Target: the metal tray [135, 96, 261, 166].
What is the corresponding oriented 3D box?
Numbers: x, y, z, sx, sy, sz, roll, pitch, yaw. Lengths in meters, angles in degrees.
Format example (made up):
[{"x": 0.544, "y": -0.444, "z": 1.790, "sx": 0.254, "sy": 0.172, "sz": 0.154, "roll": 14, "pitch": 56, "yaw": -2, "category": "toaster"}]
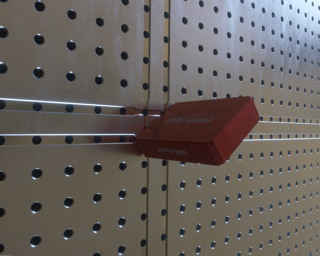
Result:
[{"x": 0.042, "y": 0.001, "z": 0.378, "sx": 0.090, "sy": 0.130, "sz": 0.030, "roll": -42, "pitch": 116, "yaw": -32, "category": "metal tray"}]
